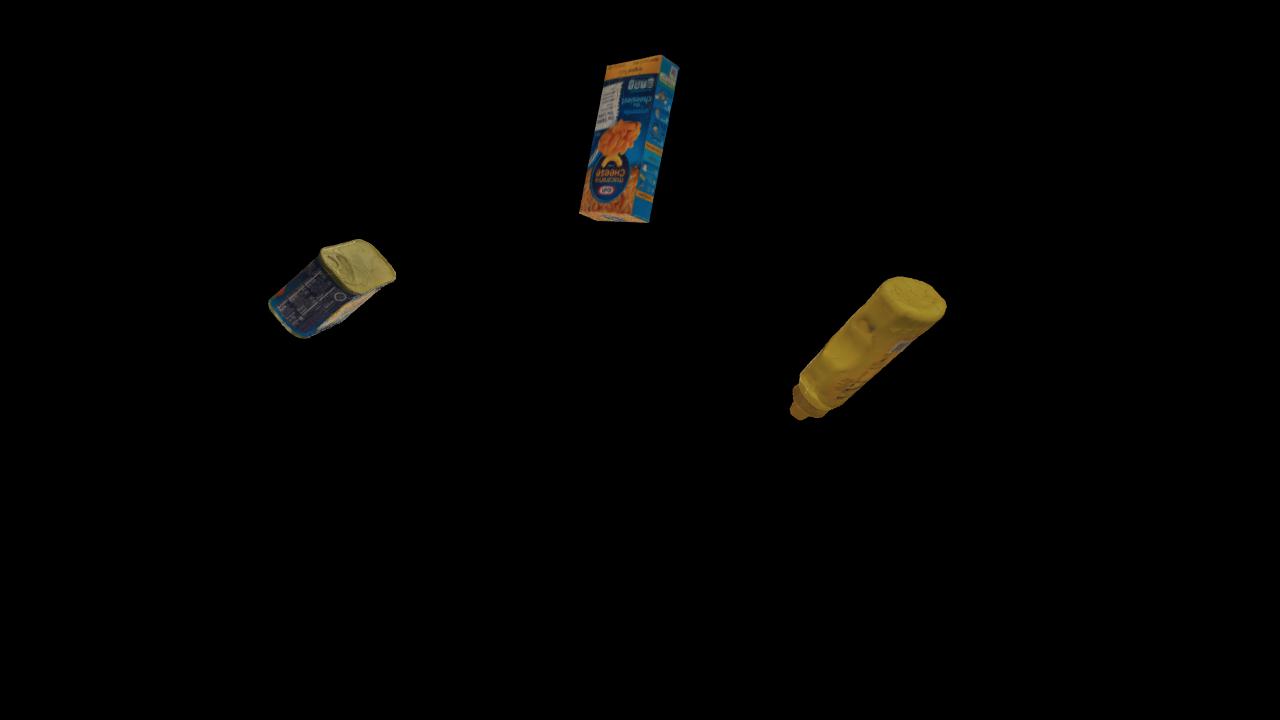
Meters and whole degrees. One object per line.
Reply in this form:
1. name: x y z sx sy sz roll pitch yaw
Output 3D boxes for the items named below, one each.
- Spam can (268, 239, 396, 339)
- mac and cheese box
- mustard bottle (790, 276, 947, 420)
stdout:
1. Spam can: -0.320 -0.075 0.644 0.085 0.058 0.101 -36 12 14
2. mac and cheese box: -0.015 -0.261 0.739 0.093 0.184 0.041 13 4 40
3. mustard bottle: 0.207 0.001 0.602 0.092 0.054 0.184 -17 -29 -42
